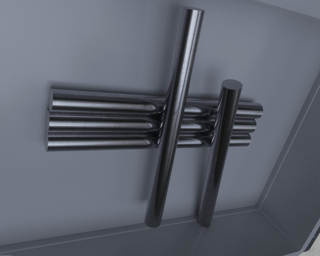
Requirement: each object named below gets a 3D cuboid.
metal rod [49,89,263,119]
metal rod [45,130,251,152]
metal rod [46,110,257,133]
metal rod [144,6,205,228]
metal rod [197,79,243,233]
[{"bbox_3d":[0.017,-0.028,0.401,0.303,0.025,0.025,1,118,-29],"label":"metal rod"},{"bbox_3d":[0.004,0.016,0.421,0.303,0.025,0.025,1,118,-29],"label":"metal rod"},{"bbox_3d":[0.010,-0.006,0.410,0.303,0.025,0.025,1,118,-29],"label":"metal rod"},{"bbox_3d":[0.012,0.007,0.387,0.025,0.025,0.298,-5,121,-26],"label":"metal rod"},{"bbox_3d":[0.083,0.063,0.468,0.025,0.025,0.298,-15,132,-20],"label":"metal rod"}]
